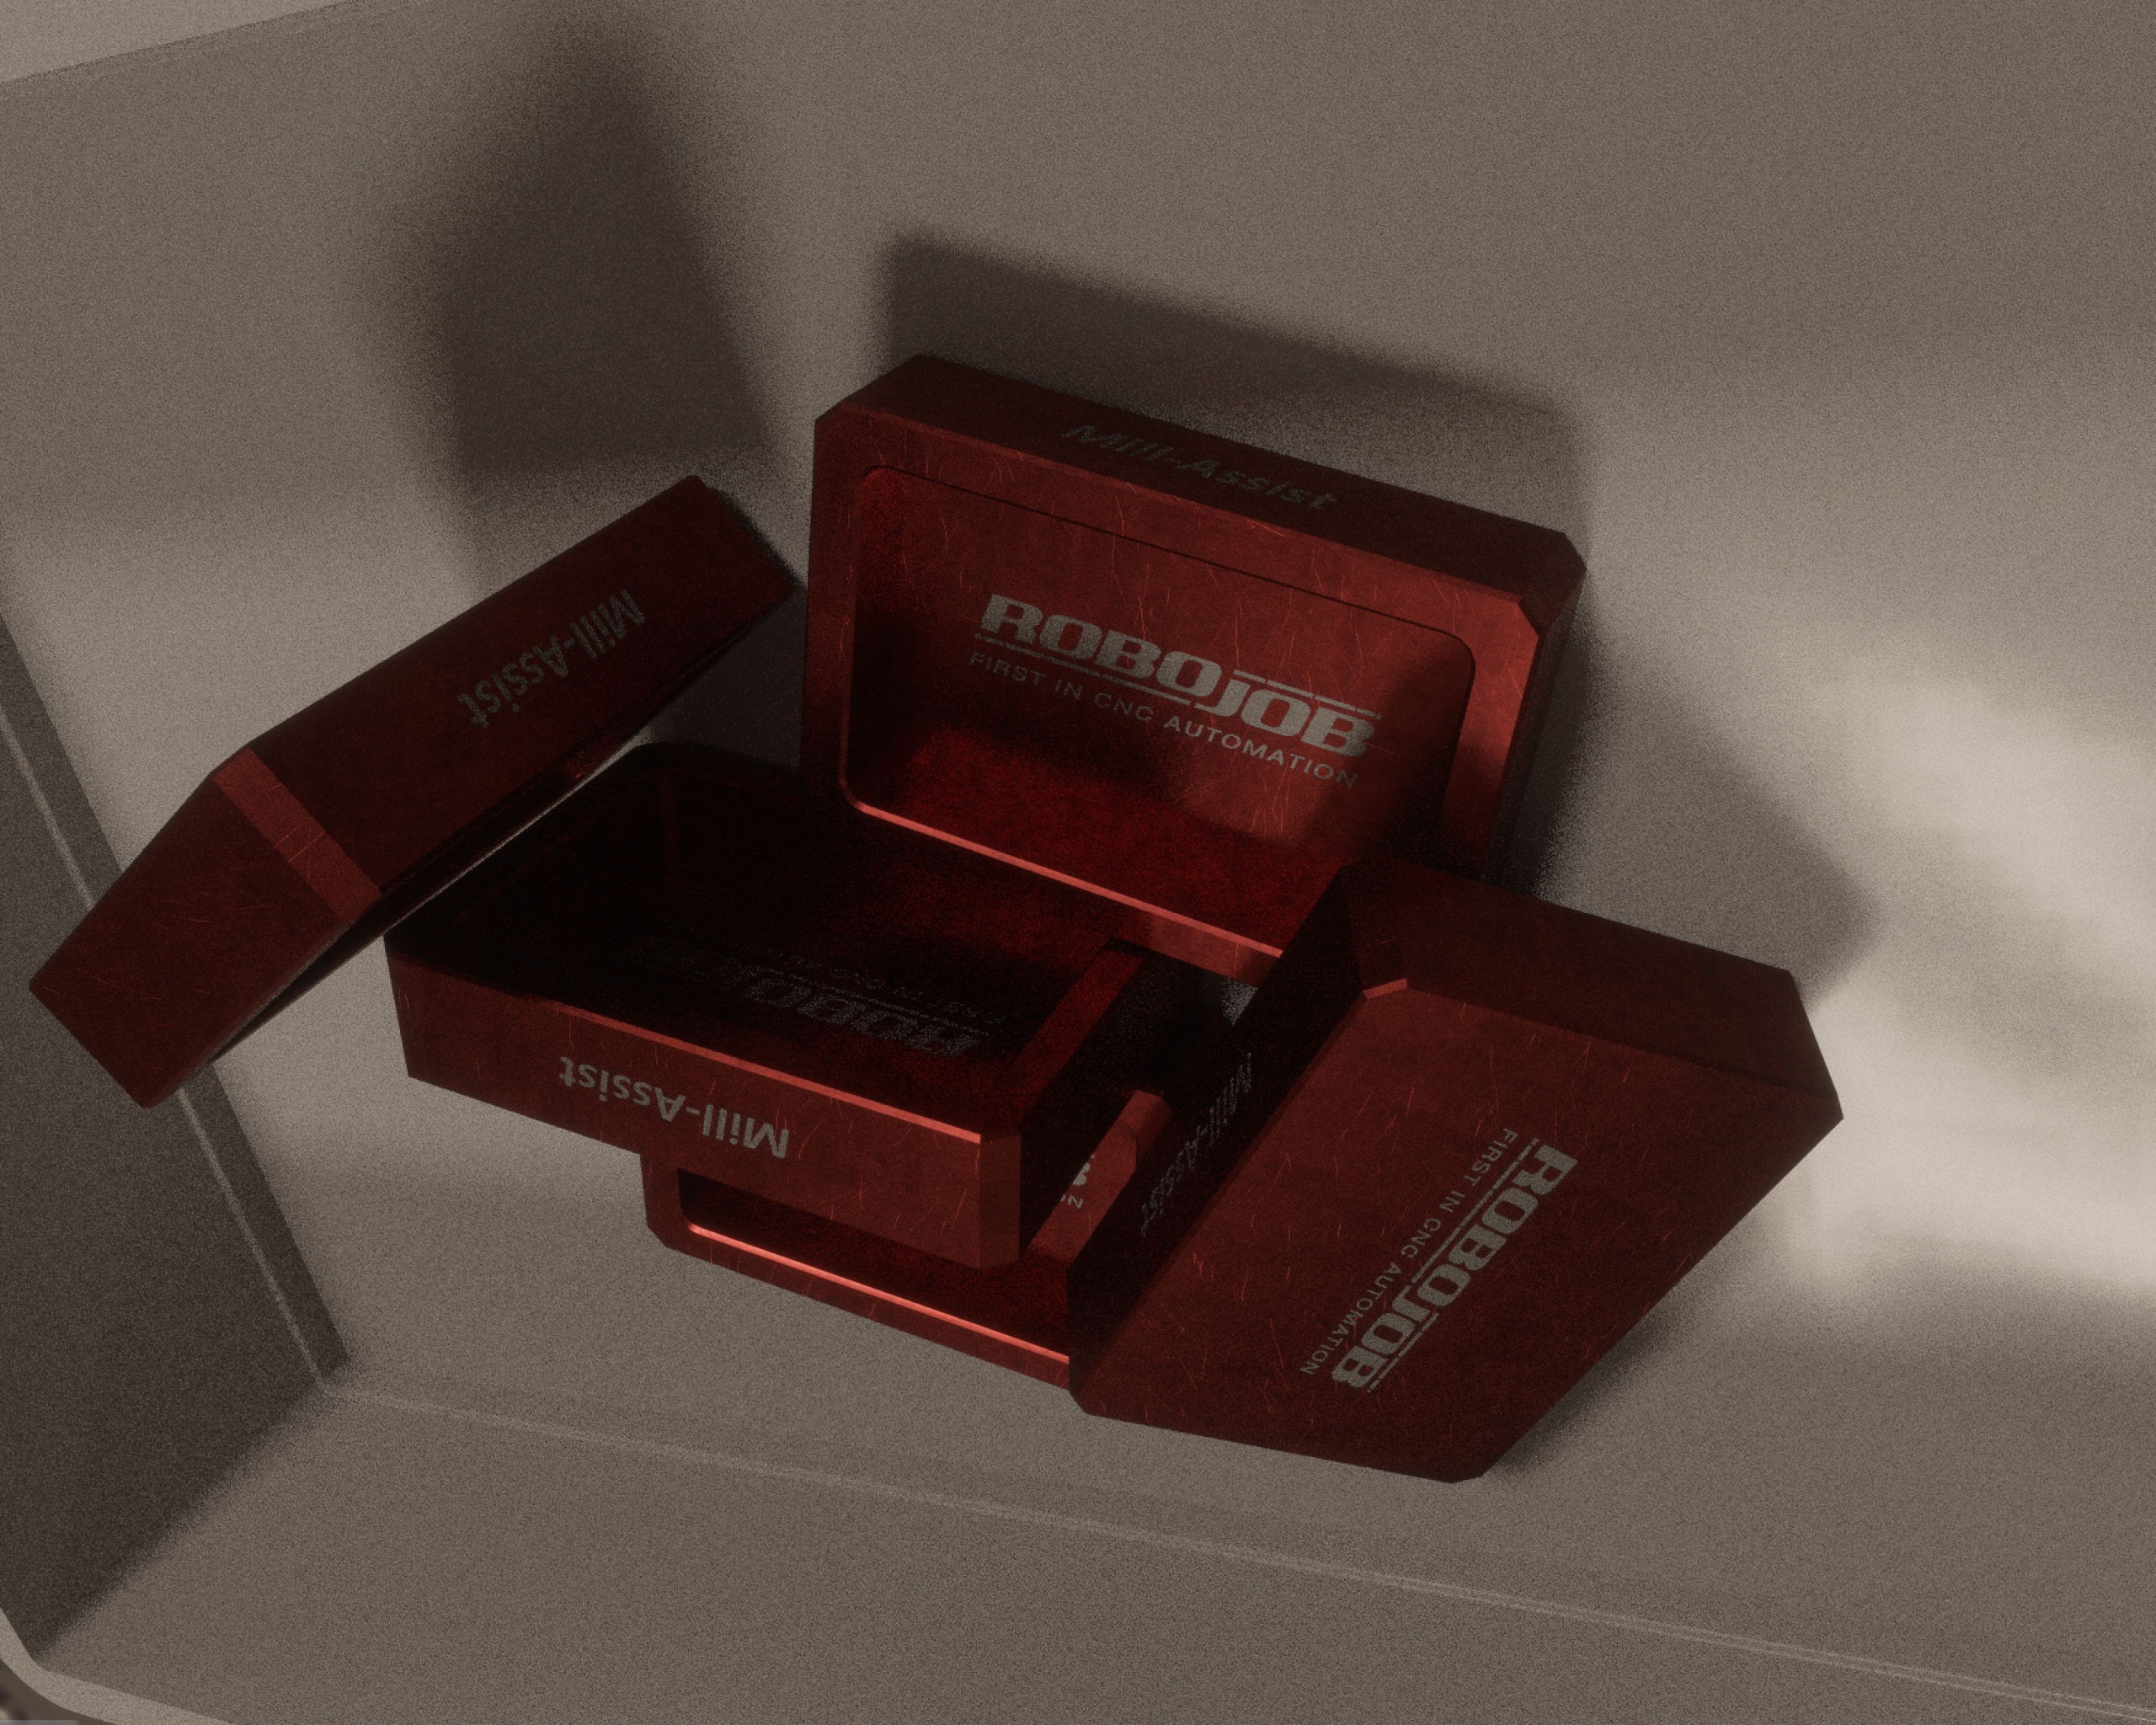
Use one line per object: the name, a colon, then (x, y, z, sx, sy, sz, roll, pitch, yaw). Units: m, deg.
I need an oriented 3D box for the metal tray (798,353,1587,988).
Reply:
metal tray: (0.015, -0.030, 0.375, 0.130, 0.030, 0.089, 19, 126, 16)

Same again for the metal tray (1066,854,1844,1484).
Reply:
metal tray: (0.063, 0.062, 0.382, 0.091, 0.030, 0.129, 15, 131, -17)

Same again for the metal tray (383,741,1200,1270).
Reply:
metal tray: (-0.053, 0.022, 0.403, 0.130, 0.090, 0.030, 15, 124, 19)

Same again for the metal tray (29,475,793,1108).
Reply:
metal tray: (-0.119, -0.016, 0.388, 0.090, 0.131, 0.030, -33, 100, 38)

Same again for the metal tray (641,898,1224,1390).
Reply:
metal tray: (-0.034, 0.060, 0.455, 0.130, 0.030, 0.089, 15, 125, 19)
